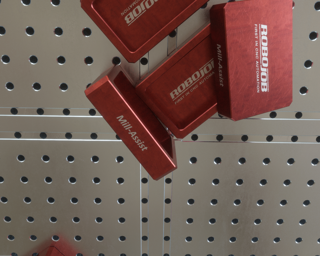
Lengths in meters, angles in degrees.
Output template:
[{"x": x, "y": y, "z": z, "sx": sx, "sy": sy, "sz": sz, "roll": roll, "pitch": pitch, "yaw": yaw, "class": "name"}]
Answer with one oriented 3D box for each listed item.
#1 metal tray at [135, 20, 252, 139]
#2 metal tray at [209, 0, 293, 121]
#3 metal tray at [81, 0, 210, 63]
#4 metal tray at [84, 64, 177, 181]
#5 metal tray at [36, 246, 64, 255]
[{"x": 0.045, "y": -0.059, "z": 0.389, "sx": 0.130, "sy": 0.030, "sz": 0.090, "roll": -39, "pitch": 106, "yaw": 13, "class": "metal tray"}, {"x": 0.110, "y": -0.081, "z": 0.363, "sx": 0.091, "sy": 0.030, "sz": 0.129, "roll": -15, "pitch": 110, "yaw": -18, "class": "metal tray"}, {"x": -0.012, "y": -0.149, "z": 0.355, "sx": 0.130, "sy": 0.030, "sz": 0.090, "roll": -38, "pitch": 106, "yaw": 12, "class": "metal tray"}, {"x": -0.029, "y": -0.010, "z": 0.374, "sx": 0.030, "sy": 0.090, "sz": 0.130, "roll": -33, "pitch": 107, "yaw": 12, "class": "metal tray"}, {"x": -0.196, "y": 0.261, "z": 0.505, "sx": 0.130, "sy": 0.030, "sz": 0.090, "roll": -36, "pitch": 106, "yaw": 12, "class": "metal tray"}]
